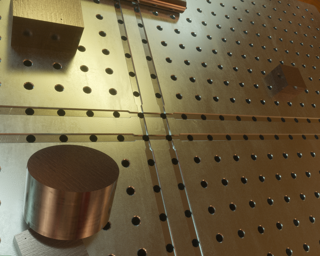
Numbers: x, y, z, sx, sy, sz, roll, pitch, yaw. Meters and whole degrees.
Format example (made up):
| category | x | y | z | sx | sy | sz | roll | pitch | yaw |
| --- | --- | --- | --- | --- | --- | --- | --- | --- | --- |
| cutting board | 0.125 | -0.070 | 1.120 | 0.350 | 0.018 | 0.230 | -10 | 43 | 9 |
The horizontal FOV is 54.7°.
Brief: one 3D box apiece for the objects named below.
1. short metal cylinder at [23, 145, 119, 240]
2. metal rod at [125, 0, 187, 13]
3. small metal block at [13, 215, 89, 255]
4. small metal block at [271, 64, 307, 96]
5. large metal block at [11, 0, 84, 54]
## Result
| category | x | y | z | sx | sy | sz | roll | pitch | yaw |
| --- | --- | --- | --- | --- | --- | --- | --- | --- | --- |
| short metal cylinder | -0.083 | 0.057 | 0.290 | 0.081 | 0.050 | 0.080 | 12 | 22 | -5 |
| metal rod | -0.092 | -0.228 | 0.498 | 0.303 | 0.025 | 0.025 | 2 | 61 | -28 |
| small metal block | -0.100 | 0.113 | 0.286 | 0.050 | 0.025 | 0.050 | -19 | 72 | -35 |
| small metal block | 0.251 | -0.094 | 0.604 | 0.050 | 0.025 | 0.050 | 5 | 60 | -26 |
| large metal block | -0.149 | -0.150 | 0.404 | 0.081 | 0.050 | 0.080 | 1 | 61 | -28 |
